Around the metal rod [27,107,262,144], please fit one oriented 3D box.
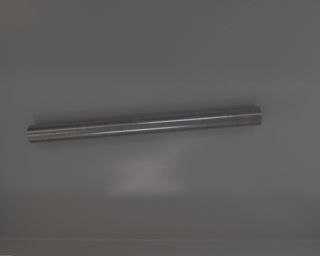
[{"bbox_3d":[-0.021,-0.004,0.409,0.302,0.025,0.025,-5,110,1],"label":"metal rod"}]
